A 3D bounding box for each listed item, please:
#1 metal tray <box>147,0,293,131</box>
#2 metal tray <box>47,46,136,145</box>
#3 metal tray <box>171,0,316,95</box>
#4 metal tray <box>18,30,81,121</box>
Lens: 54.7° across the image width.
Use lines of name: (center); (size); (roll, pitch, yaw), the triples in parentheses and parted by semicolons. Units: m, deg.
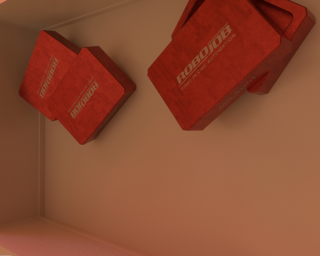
metal tray: (0.053, -0.069, 0.319); (0.129, 0.030, 0.090); (-45, 63, 30)
metal tray: (-0.108, -0.047, 0.470); (0.090, 0.030, 0.129); (47, 120, 6)
metal tray: (0.082, -0.106, 0.334); (0.130, 0.030, 0.089); (42, 115, 31)
metal tray: (-0.183, -0.088, 0.532); (0.090, 0.030, 0.129); (36, 113, 12)
